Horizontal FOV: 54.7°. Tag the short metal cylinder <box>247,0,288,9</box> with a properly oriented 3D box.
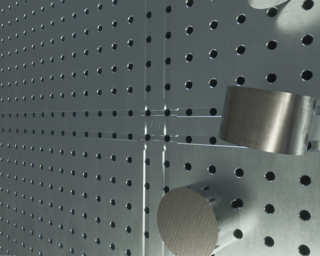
[{"bbox_3d":[0.107,-0.158,0.285,0.080,0.081,0.050,-34,69,34],"label":"short metal cylinder"}]

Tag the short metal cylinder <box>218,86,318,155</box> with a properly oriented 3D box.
[{"bbox_3d":[0.099,-0.009,0.291,0.080,0.081,0.050,15,99,39],"label":"short metal cylinder"}]

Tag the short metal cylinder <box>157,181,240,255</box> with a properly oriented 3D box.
[{"bbox_3d":[0.044,0.105,0.356,0.080,0.050,0.079,0,90,39],"label":"short metal cylinder"}]
